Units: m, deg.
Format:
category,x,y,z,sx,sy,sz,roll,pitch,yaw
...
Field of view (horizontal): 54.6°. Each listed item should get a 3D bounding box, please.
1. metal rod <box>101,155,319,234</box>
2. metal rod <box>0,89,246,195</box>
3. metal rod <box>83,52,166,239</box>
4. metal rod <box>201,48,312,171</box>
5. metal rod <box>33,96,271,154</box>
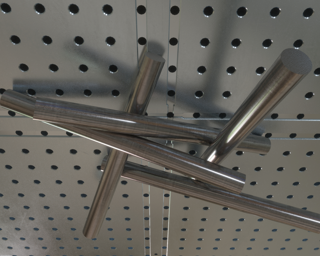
category,x,y,z,sx,sy,sz,roll,pitch,yaw
metal rod,0.062,0.088,0.427,0.301,0.025,0.025,14,131,12
metal rod,-0.047,0.015,0.370,0.301,0.025,0.025,20,129,4
metal rod,-0.057,0.042,0.415,0.025,0.025,0.298,16,119,-13
metal rod,0.074,0.019,0.359,0.025,0.025,0.299,9,151,-7
metal rod,0.010,0.002,0.375,0.302,0.025,0.025,9,131,-23
